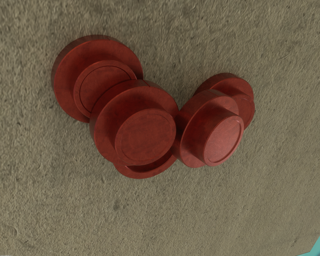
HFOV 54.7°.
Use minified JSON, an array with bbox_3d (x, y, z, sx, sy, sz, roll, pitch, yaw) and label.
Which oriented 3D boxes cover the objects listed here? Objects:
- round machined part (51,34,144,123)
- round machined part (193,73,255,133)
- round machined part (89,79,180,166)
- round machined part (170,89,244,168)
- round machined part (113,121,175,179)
[{"bbox_3d":[-0.063,-0.047,0.334,0.099,0.042,0.097,-14,125,-21],"label":"round machined part"},{"bbox_3d":[0.093,-0.024,0.434,0.099,0.042,0.097,-14,125,-21],"label":"round machined part"},{"bbox_3d":[-0.022,0.001,0.332,0.099,0.042,0.097,-14,125,-21],"label":"round machined part"},{"bbox_3d":[0.062,0.007,0.369,0.099,0.042,0.097,-24,131,-31],"label":"round machined part"},{"bbox_3d":[-0.020,0.014,0.396,0.099,0.042,0.097,-14,125,-21],"label":"round machined part"}]
